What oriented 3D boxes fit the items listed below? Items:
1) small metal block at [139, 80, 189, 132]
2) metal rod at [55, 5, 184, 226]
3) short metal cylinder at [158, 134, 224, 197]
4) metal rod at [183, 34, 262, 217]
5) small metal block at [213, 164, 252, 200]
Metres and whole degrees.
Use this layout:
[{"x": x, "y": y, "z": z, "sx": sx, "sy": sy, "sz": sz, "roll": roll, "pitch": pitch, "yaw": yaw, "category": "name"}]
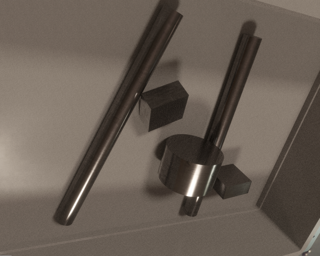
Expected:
[{"x": 0.004, "y": -0.026, "z": 0.382, "sx": 0.050, "sy": 0.025, "sz": 0.050, "roll": -22, "pitch": 153, "yaw": -19, "category": "small metal block"}, {"x": -0.057, "y": -0.003, "z": 0.376, "sx": 0.025, "sy": 0.025, "sz": 0.298, "roll": 19, "pitch": 108, "yaw": -36, "category": "metal rod"}, {"x": 0.042, "y": 0.050, "z": 0.429, "sx": 0.081, "sy": 0.080, "sz": 0.050, "roll": 0, "pitch": 118, "yaw": -29, "category": "short metal cylinder"}, {"x": 0.086, "y": 0.011, "z": 0.464, "sx": 0.025, "sy": 0.025, "sz": 0.298, "roll": 0, "pitch": 118, "yaw": -29, "category": "metal rod"}, {"x": 0.113, "y": 0.087, "z": 0.511, "sx": 0.050, "sy": 0.050, "sz": 0.025, "roll": -7, "pitch": 122, "yaw": -25, "category": "small metal block"}]
